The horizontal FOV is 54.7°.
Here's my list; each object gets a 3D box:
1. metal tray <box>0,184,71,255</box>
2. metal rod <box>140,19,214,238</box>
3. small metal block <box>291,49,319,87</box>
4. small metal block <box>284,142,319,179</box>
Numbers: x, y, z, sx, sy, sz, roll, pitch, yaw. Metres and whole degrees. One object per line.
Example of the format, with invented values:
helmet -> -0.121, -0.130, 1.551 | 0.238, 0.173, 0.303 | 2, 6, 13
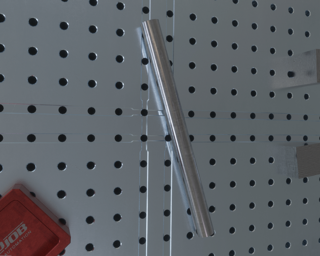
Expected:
metal tray -> -0.178, 0.139, 0.344 | 0.130, 0.030, 0.090 | -44, 104, -15
metal rod -> 0.025, 0.005, 0.421 | 0.025, 0.025, 0.298 | -17, 96, -19
small metal block -> 0.235, -0.093, 0.485 | 0.025, 0.050, 0.050 | -3, 91, -20
small metal block -> 0.231, 0.051, 0.498 | 0.050, 0.025, 0.050 | -7, 93, -20
